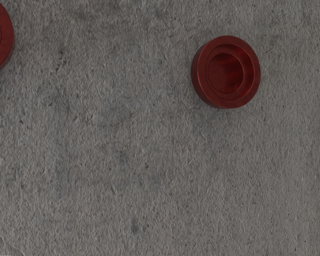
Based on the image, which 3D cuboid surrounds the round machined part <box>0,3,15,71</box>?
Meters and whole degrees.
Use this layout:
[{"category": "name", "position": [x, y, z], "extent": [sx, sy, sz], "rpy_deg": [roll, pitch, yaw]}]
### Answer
[{"category": "round machined part", "position": [-0.205, -0.096, 0.324], "extent": [0.099, 0.042, 0.097], "rpy_deg": [0, 90, -20]}]

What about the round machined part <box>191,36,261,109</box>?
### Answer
[{"category": "round machined part", "position": [0.087, -0.075, 0.432], "extent": [0.099, 0.042, 0.097], "rpy_deg": [0, 90, -20]}]
